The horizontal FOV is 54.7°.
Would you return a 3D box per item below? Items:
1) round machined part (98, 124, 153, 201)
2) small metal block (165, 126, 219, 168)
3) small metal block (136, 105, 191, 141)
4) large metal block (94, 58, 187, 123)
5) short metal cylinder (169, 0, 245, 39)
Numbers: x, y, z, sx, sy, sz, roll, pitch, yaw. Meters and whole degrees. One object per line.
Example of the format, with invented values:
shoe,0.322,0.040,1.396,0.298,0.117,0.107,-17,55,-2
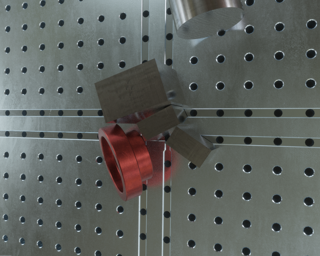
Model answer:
round machined part,-0.042,0.040,0.398,0.042,0.098,0.098,-19,82,-20
small metal block,0.041,0.022,0.384,0.050,0.050,0.025,36,101,16
small metal block,0.006,-0.006,0.397,0.050,0.050,0.025,-27,81,18
large metal block,-0.021,-0.042,0.390,0.080,0.080,0.050,-19,84,19
short metal cylinder,0.053,-0.145,0.364,0.080,0.080,0.050,-15,85,19
